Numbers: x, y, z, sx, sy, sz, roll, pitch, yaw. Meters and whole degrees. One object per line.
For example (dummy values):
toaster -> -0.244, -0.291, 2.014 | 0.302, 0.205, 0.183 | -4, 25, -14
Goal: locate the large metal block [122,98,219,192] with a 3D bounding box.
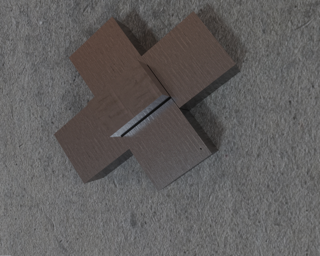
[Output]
large metal block -> 0.014, 0.020, 0.390 | 0.080, 0.050, 0.080 | -38, 78, 15

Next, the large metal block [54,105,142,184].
large metal block -> -0.082, 0.017, 0.424 | 0.080, 0.050, 0.080 | -38, 78, 15

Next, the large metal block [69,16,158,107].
large metal block -> -0.060, -0.085, 0.416 | 0.080, 0.050, 0.080 | -38, 78, 15

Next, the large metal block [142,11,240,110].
large metal block -> 0.039, -0.079, 0.382 | 0.080, 0.050, 0.080 | -38, 78, 15

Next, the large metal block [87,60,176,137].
large metal block -> -0.028, -0.033, 0.390 | 0.080, 0.080, 0.050 | -38, 78, 16
